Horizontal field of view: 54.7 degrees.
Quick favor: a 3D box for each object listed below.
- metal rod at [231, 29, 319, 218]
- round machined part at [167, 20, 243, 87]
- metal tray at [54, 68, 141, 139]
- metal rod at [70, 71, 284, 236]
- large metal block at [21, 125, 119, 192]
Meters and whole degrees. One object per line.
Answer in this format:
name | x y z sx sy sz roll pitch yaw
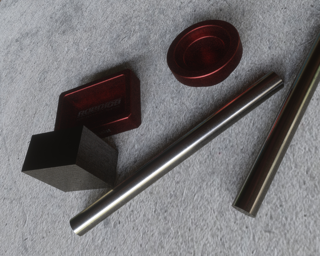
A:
metal rod | 0.158 -0.041 0.345 0.025 0.025 0.300 21 72 35
round machined part | 0.062 -0.095 0.418 0.098 0.042 0.098 -13 56 20
metal tray | -0.094 -0.029 0.465 0.130 0.030 0.090 -16 55 18
metal rod | 0.018 0.032 0.373 0.300 0.025 0.025 -37 51 3
large metal block | -0.112 0.043 0.399 0.080 0.080 0.050 -10 58 23
